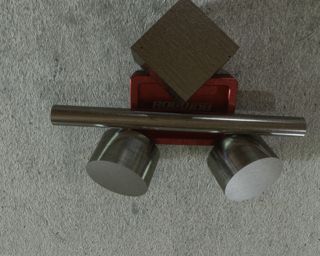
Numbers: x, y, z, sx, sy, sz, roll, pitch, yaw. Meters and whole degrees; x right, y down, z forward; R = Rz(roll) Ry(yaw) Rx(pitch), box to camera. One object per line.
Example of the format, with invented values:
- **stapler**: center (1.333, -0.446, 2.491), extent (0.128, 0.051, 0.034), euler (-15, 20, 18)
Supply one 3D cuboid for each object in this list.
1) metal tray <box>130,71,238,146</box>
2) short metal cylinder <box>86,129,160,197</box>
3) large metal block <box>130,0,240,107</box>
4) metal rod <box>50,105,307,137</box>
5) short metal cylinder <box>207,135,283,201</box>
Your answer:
- **metal tray**: center (0.028, -0.025, 0.400), extent (0.131, 0.030, 0.089), euler (2, 110, -1)
- **short metal cylinder**: center (-0.046, 0.045, 0.394), extent (0.080, 0.050, 0.080), euler (13, 143, 11)
- **large metal block**: center (0.026, -0.082, 0.345), extent (0.080, 0.050, 0.080), euler (45, 87, 2)
- **metal rod**: center (0.023, -0.008, 0.376), extent (0.302, 0.025, 0.025), euler (3, 110, -2)
- **short metal cylinder**: center (0.108, 0.049, 0.399), extent (0.081, 0.050, 0.079), euler (-14, 135, -14)
